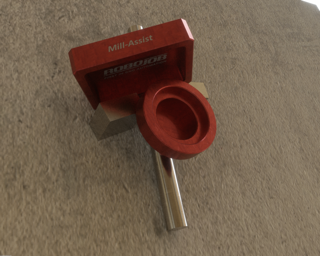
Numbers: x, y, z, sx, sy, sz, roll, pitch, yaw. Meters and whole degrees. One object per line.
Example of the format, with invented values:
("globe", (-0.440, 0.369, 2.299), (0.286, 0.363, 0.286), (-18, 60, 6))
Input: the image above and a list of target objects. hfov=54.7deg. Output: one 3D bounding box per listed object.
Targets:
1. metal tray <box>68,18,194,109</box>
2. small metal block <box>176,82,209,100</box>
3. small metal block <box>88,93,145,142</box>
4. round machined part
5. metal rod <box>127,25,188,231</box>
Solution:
("metal tray", (-0.028, -0.070, 0.363), (0.131, 0.090, 0.030), (-17, 67, -4))
("small metal block", (0.031, -0.040, 0.432), (0.050, 0.050, 0.025), (-2, 63, -29))
("small metal block", (-0.051, -0.013, 0.370), (0.050, 0.050, 0.025), (-21, 73, -36))
("round machined part", (0.016, -0.007, 0.373), (0.099, 0.042, 0.098), (14, 59, -24))
("metal rod", (-0.009, -0.018, 0.413), (0.025, 0.025, 0.299), (2, 61, -28))
